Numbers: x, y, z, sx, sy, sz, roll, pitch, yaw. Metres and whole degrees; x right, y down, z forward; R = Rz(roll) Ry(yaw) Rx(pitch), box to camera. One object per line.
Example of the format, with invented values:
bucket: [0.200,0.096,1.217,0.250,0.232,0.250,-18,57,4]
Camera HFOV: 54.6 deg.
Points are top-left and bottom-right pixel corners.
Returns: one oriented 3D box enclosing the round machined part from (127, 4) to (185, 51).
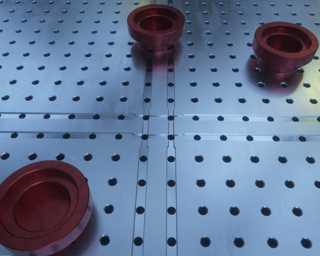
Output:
round machined part: [-0.006,-0.172,0.541,0.099,0.042,0.098,0,50,0]

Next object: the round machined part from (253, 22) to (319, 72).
round machined part: [0.200,-0.128,0.506,0.099,0.042,0.098,0,50,0]

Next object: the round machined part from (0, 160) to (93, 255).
round machined part: [-0.120,0.086,0.324,0.099,0.042,0.098,0,50,0]
